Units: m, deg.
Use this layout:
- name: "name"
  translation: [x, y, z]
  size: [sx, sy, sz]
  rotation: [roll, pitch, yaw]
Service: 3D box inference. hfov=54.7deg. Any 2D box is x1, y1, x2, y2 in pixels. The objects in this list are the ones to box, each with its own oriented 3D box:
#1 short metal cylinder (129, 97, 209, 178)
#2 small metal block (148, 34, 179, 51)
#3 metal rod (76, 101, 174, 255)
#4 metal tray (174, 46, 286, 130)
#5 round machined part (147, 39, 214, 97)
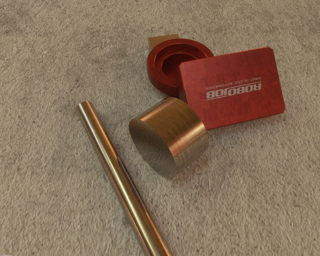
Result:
- name: "short metal cylinder"
  translation: [0.009, 0.011, 0.359]
  size: [0.050, 0.080, 0.080]
  rotation: [-35, 59, -26]
- name: "small metal block"
  translation: [0.011, -0.128, 0.511]
  size: [0.050, 0.025, 0.050]
  rotation: [-11, 51, -9]
- name: "metal rod"
  translation: [-0.034, 0.075, 0.340]
  size: [0.025, 0.025, 0.300]
  rotation: [-22, 53, -17]
- name: "metal tray"
  translation: [0.092, -0.050, 0.410]
  size: [0.131, 0.030, 0.089]
  rotation: [-12, 91, -11]
- name: "round machined part"
  translation: [0.031, -0.084, 0.458]
  size: [0.099, 0.042, 0.098]
  rotation: [0, 57, 0]
